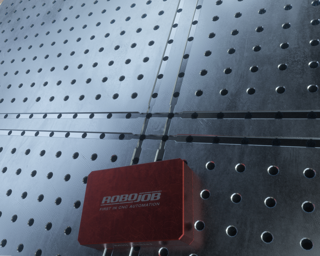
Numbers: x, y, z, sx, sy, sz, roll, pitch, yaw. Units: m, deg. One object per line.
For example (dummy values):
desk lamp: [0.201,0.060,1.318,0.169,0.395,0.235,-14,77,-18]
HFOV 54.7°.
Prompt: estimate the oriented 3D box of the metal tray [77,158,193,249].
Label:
metal tray: [-0.028,0.090,0.363,0.130,0.030,0.090,-11,57,21]
